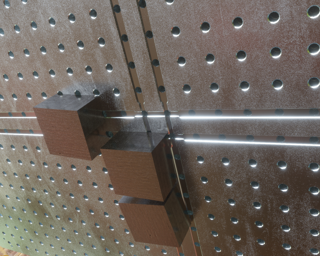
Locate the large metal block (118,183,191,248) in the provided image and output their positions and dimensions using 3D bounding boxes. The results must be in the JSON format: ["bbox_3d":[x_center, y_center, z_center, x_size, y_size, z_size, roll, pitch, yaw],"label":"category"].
[{"bbox_3d":[-0.007,0.133,0.481,0.080,0.050,0.080,-5,116,30],"label":"large metal block"}]

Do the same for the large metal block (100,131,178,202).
[{"bbox_3d":[-0.028,0.053,0.443,0.080,0.050,0.080,2,119,27],"label":"large metal block"}]

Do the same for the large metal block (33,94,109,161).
[{"bbox_3d":[-0.129,-0.003,0.462,0.080,0.050,0.080,5,121,25],"label":"large metal block"}]
